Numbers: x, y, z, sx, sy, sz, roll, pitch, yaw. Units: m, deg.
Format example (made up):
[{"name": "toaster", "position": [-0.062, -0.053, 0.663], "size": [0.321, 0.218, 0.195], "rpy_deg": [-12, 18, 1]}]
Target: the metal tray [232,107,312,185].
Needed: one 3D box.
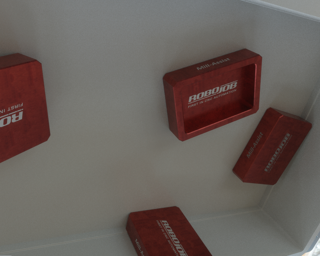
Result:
[{"name": "metal tray", "position": [0.192, 0.035, 0.532], "size": [0.091, 0.030, 0.129], "rpy_deg": [11, 113, -33]}]

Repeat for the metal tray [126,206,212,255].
[{"name": "metal tray", "position": [0.014, 0.174, 0.456], "size": [0.091, 0.130, 0.030], "rpy_deg": [0, 118, -29]}]

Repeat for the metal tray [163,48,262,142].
[{"name": "metal tray", "position": [0.073, -0.045, 0.417], "size": [0.131, 0.030, 0.089], "rpy_deg": [-20, 126, -16]}]

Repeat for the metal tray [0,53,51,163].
[{"name": "metal tray", "position": [-0.164, -0.007, 0.272], "size": [0.131, 0.030, 0.089], "rpy_deg": [-33, 136, -47]}]

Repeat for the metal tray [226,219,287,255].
[{"name": "metal tray", "position": [0.213, 0.270, 0.691], "size": [0.130, 0.030, 0.090], "rpy_deg": [-47, 129, 4]}]
